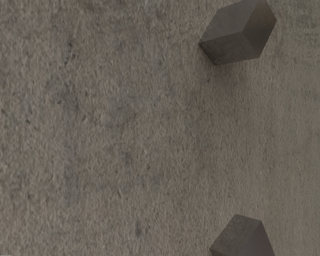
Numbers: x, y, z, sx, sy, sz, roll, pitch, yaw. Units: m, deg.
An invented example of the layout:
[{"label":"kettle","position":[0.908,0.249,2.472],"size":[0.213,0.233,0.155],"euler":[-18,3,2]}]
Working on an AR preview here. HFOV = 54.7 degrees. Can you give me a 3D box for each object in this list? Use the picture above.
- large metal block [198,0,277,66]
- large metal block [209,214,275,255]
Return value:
[{"label":"large metal block","position":[0.117,-0.146,0.470],"size":[0.050,0.080,0.080],"euler":[45,63,-31]},{"label":"large metal block","position":[0.136,0.203,0.507],"size":[0.080,0.050,0.080],"euler":[-39,114,-33]}]
